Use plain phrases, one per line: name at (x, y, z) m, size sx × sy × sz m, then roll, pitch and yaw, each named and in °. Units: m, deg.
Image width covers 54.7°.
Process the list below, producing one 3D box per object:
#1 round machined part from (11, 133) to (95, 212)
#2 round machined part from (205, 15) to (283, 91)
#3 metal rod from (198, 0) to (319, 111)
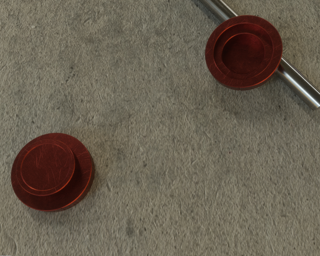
round machined part at (-0.133, 0.052, 0.379) m, size 0.099 × 0.042 × 0.098 m, roll 0°, pitch 70°, yaw 0°
round machined part at (0.114, -0.099, 0.424) m, size 0.098 × 0.042 × 0.097 m, roll -2°, pitch 84°, yaw 18°
metal rod at (0.126, -0.142, 0.460) m, size 0.025 × 0.025 × 0.300 m, roll -37°, pitch 74°, yaw -12°
